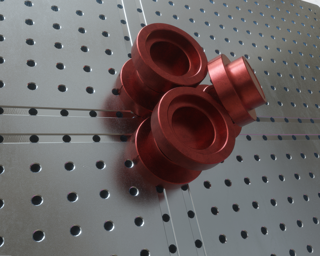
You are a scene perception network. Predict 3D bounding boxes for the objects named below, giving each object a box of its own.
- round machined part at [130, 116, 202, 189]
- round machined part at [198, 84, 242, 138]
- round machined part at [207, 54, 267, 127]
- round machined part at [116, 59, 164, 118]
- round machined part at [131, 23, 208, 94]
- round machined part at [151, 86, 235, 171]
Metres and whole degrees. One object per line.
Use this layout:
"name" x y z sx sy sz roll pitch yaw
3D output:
"round machined part" 0.015 0.024 0.391 0.099 0.042 0.098 13 56 -21
"round machined part" 0.081 -0.025 0.456 0.099 0.042 0.098 13 56 -21
"round machined part" 0.105 -0.054 0.405 0.098 0.042 0.098 45 30 -35
"round machined part" -0.008 -0.063 0.432 0.099 0.042 0.098 13 56 -21
"round machined part" 0.009 -0.083 0.398 0.099 0.042 0.098 13 56 -21
"round machined part" 0.034 0.004 0.358 0.099 0.042 0.098 13 56 -21
